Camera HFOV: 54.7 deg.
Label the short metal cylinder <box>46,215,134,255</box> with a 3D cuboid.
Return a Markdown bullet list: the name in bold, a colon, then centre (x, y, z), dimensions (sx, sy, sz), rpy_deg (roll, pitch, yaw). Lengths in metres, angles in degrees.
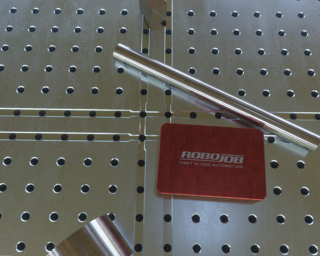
- **short metal cylinder**: centre (-0.075, 0.139, 0.331), dimensions (0.080, 0.080, 0.050), rpy_deg (-36, 74, -12)

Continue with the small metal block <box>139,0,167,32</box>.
- **small metal block**: centre (-0.011, -0.184, 0.465), dimensions (0.025, 0.050, 0.050), rpy_deg (-21, 72, -8)

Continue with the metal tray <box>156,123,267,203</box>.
- **metal tray**: centre (0.064, 0.044, 0.394), dimensions (0.131, 0.030, 0.090), rpy_deg (4, 70, 1)

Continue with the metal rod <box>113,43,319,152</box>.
- **metal rod**: centre (0.071, -0.045, 0.429), dimensions (0.301, 0.025, 0.025), rpy_deg (26, 72, 9)
